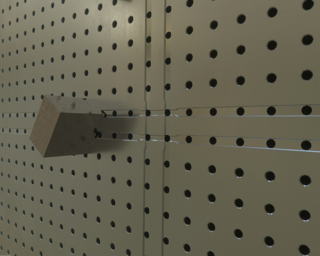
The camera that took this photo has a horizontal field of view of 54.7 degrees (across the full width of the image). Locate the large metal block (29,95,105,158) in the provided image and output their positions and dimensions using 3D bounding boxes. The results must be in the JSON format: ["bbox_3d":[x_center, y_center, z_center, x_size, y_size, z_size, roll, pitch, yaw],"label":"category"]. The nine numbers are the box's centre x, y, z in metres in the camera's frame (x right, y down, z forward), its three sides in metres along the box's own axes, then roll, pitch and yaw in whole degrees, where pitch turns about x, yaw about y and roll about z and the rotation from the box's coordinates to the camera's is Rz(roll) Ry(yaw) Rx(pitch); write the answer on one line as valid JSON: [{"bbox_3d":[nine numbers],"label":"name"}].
[{"bbox_3d":[-0.147,-0.003,0.492,0.050,0.081,0.079,41,115,32],"label":"large metal block"}]
